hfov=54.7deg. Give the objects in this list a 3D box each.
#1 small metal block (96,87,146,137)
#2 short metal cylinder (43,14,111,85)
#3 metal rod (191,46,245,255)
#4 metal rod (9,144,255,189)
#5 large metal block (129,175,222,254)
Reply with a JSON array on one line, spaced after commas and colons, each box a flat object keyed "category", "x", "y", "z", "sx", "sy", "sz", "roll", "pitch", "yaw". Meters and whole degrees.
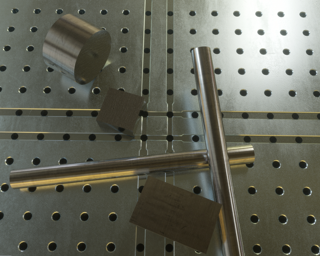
[{"category": "small metal block", "x": -0.052, "y": -0.021, "z": 0.419, "sx": 0.050, "sy": 0.025, "sz": 0.050, "roll": 16, "pitch": 71, "yaw": 6}, {"category": "short metal cylinder", "x": -0.110, "y": -0.106, "z": 0.420, "sx": 0.050, "sy": 0.080, "sz": 0.080, "roll": 30, "pitch": 73, "yaw": 10}, {"category": "metal rod", "x": 0.071, "y": 0.047, "z": 0.370, "sx": 0.025, "sy": 0.025, "sz": 0.299, "roll": -7, "pitch": 80, "yaw": -3}, {"category": "metal rod", "x": -0.032, "y": 0.048, "z": 0.393, "sx": 0.302, "sy": 0.025, "sz": 0.025, "roll": -6, "pitch": 70, "yaw": -3}, {"category": "large metal block", "x": 0.016, "y": 0.098, "z": 0.347, "sx": 0.080, "sy": 0.080, "sz": 0.050, "roll": 20, "pitch": 72, "yaw": 7}]
